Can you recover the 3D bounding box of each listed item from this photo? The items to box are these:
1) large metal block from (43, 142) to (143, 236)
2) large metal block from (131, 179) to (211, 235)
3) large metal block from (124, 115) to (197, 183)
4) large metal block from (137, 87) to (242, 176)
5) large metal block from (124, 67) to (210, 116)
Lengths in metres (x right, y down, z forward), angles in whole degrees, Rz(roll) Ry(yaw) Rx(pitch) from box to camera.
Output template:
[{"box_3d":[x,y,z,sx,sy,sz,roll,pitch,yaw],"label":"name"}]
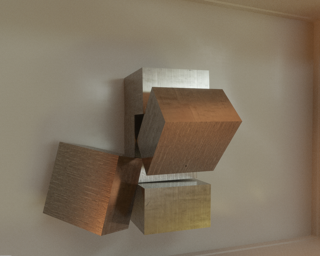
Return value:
[{"box_3d":[-0.073,0.064,0.345,0.050,0.080,0.080,20,82,-63],"label":"large metal block"},{"box_3d":[0.007,0.090,0.383,0.081,0.080,0.050,0,90,-20],"label":"large metal block"},{"box_3d":[0.000,0.024,0.398,0.081,0.050,0.079,-1,90,-20],"label":"large metal block"},{"box_3d":[0.027,0.004,0.331,0.081,0.079,0.050,-1,46,-21],"label":"large metal block"},{"box_3d":[0.006,-0.041,0.382,0.081,0.080,0.050,-1,91,-20],"label":"large metal block"}]
